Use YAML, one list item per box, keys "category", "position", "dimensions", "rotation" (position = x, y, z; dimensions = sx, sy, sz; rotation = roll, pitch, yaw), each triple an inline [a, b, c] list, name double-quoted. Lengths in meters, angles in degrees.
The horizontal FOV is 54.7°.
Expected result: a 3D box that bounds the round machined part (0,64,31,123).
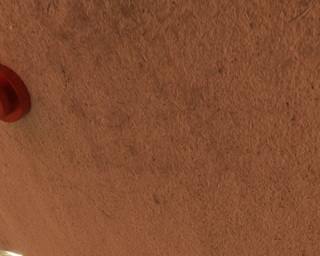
- category: "round machined part"
  position: [-0.263, -0.051, 0.500]
  dimensions: [0.098, 0.042, 0.097]
  rotation: [13, 124, 20]
